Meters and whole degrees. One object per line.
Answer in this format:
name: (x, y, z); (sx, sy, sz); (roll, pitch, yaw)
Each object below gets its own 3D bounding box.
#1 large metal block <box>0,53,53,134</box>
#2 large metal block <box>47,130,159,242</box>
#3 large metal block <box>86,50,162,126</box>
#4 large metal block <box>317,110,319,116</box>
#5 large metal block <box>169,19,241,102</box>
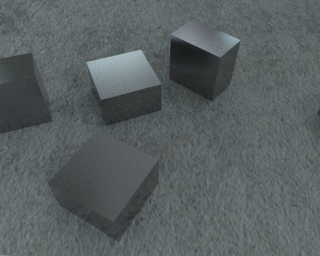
large metal block: (-0.193, -0.043, 0.401); (0.081, 0.080, 0.050); (-15, 52, -13)
large metal block: (-0.057, 0.060, 0.336); (0.080, 0.050, 0.080); (25, 54, 19)
large metal block: (-0.050, -0.058, 0.435); (0.081, 0.050, 0.080); (-17, 52, -14)
large metal block: (0.270, -0.012, 0.401); (0.081, 0.050, 0.080); (-7, 51, -6)
large metal block: (0.062, -0.098, 0.451); (0.080, 0.080, 0.050); (33, 57, 24)
